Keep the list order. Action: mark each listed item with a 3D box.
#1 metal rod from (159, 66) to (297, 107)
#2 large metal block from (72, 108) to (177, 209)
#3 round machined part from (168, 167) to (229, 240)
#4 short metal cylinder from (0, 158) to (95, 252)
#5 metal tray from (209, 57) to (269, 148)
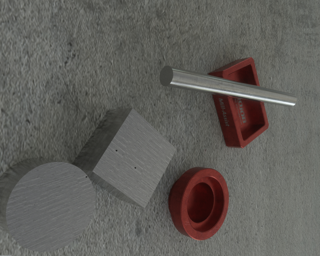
[{"bbox_3d":[0.123,-0.057,0.470,0.302,0.025,0.025,3,88,-40],"label":"metal rod"},{"bbox_3d":[-0.039,0.034,0.357,0.080,0.050,0.080,44,63,-31],"label":"large metal block"},{"bbox_3d":[0.050,0.104,0.439,0.099,0.042,0.097,0,90,-40],"label":"round machined part"},{"bbox_3d":[-0.111,0.070,0.297,0.081,0.050,0.079,0,90,-40],"label":"short metal cylinder"},{"bbox_3d":[0.133,-0.043,0.515,0.091,0.030,0.129,-30,109,-36],"label":"metal tray"}]
